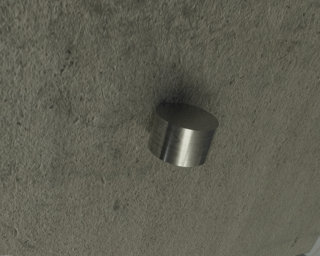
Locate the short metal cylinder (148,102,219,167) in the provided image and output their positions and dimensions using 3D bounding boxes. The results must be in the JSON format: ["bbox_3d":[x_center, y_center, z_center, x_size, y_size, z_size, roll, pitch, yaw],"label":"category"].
[{"bbox_3d":[0.029,0.006,0.394,0.081,0.080,0.050,-1,119,-28],"label":"short metal cylinder"}]
